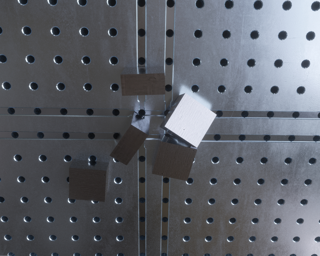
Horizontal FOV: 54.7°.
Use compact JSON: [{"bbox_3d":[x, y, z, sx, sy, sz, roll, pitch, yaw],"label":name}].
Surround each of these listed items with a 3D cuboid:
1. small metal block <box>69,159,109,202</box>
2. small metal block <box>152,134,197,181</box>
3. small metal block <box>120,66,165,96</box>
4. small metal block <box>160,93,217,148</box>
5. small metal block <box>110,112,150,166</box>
[{"bbox_3d":[-0.100,0.075,0.440,0.050,0.025,0.050,6,110,-3],"label":"small metal block"},{"bbox_3d":[0.019,0.041,0.429,0.050,0.025,0.050,13,110,-5],"label":"small metal block"},{"bbox_3d":[-0.019,-0.058,0.378,0.050,0.050,0.025,-2,110,0],"label":"small metal block"},{"bbox_3d":[0.036,-0.009,0.401,0.050,0.025,0.050,34,81,-12],"label":"small metal block"},{"bbox_3d":[-0.038,0.013,0.404,0.025,0.050,0.050,33,107,-12],"label":"small metal block"}]
